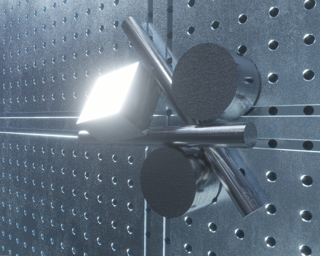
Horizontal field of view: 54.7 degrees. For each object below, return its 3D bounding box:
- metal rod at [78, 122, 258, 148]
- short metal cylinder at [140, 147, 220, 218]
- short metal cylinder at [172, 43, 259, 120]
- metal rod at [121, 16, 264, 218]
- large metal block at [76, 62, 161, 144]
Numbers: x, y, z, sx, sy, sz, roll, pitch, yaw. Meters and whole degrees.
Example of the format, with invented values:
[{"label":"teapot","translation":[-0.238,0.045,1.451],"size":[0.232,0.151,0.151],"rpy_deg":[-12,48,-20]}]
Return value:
[{"label":"metal rod","translation":[-0.019,0.011,0.398],"size":[0.300,0.025,0.025],"rpy_deg":[-2,89,46]},{"label":"short metal cylinder","translation":[0.023,0.061,0.369],"size":[0.080,0.050,0.079],"rpy_deg":[0,90,40]},{"label":"short metal cylinder","translation":[0.060,-0.048,0.339],"size":[0.080,0.050,0.079],"rpy_deg":[0,90,40]},{"label":"metal rod","translation":[0.027,-0.030,0.382],"size":[0.025,0.025,0.299],"rpy_deg":[-45,63,30]},{"label":"large metal block","translation":[-0.052,-0.030,0.407],"size":[0.080,0.050,0.080],"rpy_deg":[-13,47,39]}]
